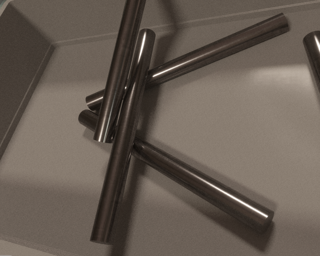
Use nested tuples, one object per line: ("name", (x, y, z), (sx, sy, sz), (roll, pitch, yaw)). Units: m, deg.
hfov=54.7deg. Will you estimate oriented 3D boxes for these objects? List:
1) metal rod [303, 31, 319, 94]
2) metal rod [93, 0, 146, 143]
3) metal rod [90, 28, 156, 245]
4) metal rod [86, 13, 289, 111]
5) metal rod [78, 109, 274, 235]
("metal rod", (0.185, 0.020, 0.296), (0.025, 0.025, 0.299), (-13, 56, 21))
("metal rod", (-0.040, -0.128, 0.401), (0.025, 0.025, 0.298), (15, 93, 34))
("metal rod", (-0.040, -0.009, 0.397), (0.025, 0.025, 0.299), (-5, 59, 25))
("metal rod", (0.027, -0.088, 0.444), (0.301, 0.025, 0.025), (-20, 54, 15))
("metal rod", (-0.006, 0.037, 0.384), (0.300, 0.025, 0.025), (26, 76, 36))
